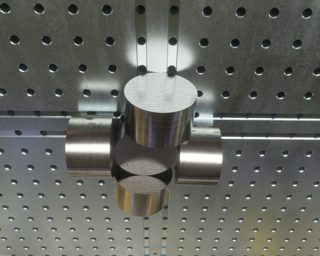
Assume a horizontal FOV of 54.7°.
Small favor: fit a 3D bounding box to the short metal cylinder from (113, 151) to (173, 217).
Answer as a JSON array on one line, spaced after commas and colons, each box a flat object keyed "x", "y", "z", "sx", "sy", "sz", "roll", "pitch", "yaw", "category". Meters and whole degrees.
[{"x": -0.025, "y": 0.077, "z": 0.439, "sx": 0.081, "sy": 0.080, "sz": 0.050, "roll": 5, "pitch": 130, "yaw": -4, "category": "short metal cylinder"}]

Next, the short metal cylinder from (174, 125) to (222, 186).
[{"x": 0.047, "y": 0.035, "z": 0.406, "sx": 0.050, "sy": 0.080, "sz": 0.079, "roll": 3, "pitch": 130, "yaw": -3, "category": "short metal cylinder"}]

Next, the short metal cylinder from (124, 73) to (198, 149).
[{"x": 0.000, "y": -0.022, "z": 0.356, "sx": 0.081, "sy": 0.080, "sz": 0.050, "roll": 2, "pitch": 130, "yaw": -2, "category": "short metal cylinder"}]

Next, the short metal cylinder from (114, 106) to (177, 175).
[{"x": -0.019, "y": 0.017, "z": 0.410, "sx": 0.081, "sy": 0.050, "sz": 0.079, "roll": -1, "pitch": 130, "yaw": -1, "category": "short metal cylinder"}]

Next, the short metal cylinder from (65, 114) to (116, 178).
[{"x": -0.084, "y": 0.023, "z": 0.394, "sx": 0.050, "sy": 0.080, "sz": 0.079, "roll": 1, "pitch": 130, "yaw": -2, "category": "short metal cylinder"}]
